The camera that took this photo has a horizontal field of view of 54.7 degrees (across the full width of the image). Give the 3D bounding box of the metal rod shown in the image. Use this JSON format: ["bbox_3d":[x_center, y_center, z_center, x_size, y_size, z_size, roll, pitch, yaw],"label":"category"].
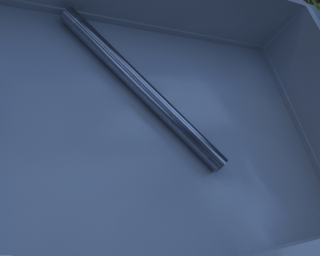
[{"bbox_3d":[-0.023,-0.054,0.427,0.300,0.025,0.025,45,51,2],"label":"metal rod"}]
